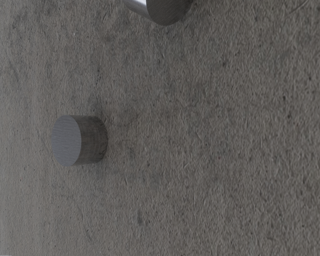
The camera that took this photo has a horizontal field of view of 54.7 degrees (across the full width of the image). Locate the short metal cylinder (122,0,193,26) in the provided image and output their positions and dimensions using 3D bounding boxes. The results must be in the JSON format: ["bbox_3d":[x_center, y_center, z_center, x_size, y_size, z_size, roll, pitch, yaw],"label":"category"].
[{"bbox_3d":[-0.001,-0.170,0.370,0.050,0.081,0.079,38,113,33],"label":"short metal cylinder"}]

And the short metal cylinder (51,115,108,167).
[{"bbox_3d":[-0.129,0.019,0.496,0.080,0.050,0.080,0,90,40],"label":"short metal cylinder"}]
